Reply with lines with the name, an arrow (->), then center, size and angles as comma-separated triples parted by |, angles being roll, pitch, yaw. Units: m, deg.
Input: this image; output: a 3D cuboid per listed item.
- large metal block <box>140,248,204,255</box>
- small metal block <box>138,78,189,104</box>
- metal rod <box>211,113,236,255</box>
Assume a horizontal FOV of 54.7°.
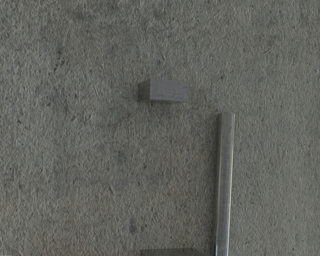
large metal block -> 0.016, 0.207, 0.403 | 0.081, 0.050, 0.080 | 6, 88, -20
small metal block -> 0.003, -0.046, 0.398 | 0.050, 0.050, 0.025 | 2, 90, -20
metal rod -> 0.089, 0.129, 0.443 | 0.025, 0.025, 0.298 | 3, 89, -20
